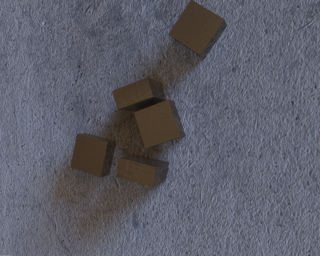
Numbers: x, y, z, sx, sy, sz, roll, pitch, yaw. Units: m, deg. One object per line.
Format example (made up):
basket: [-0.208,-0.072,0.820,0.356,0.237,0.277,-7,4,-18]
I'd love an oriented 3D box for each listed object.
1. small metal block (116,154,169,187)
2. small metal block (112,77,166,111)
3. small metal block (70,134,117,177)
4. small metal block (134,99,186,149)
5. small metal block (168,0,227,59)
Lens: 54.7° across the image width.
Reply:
small metal block: [-0.021,0.054,0.403,0.050,0.050,0.025,11,94,19]
small metal block: [-0.026,-0.042,0.405,0.050,0.050,0.025,-18,84,19]
small metal block: [-0.095,0.038,0.442,0.050,0.025,0.050,14,95,19]
small metal block: [0.000,-0.005,0.409,0.050,0.025,0.050,-20,84,19]
small metal block: [0.048,-0.124,0.392,0.050,0.025,0.050,38,102,16]
